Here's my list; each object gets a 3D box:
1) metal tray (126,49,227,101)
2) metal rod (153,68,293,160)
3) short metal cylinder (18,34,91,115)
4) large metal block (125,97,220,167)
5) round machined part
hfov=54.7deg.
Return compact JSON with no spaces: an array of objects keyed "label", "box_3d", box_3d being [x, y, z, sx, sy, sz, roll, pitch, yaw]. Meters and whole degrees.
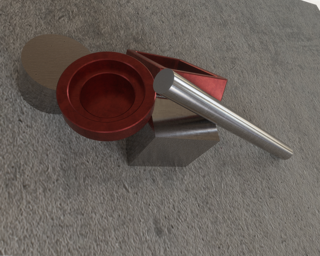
[{"label":"metal tray","box_3d":[0.014,-0.070,0.406,0.091,0.030,0.130,4,20,-26]},{"label":"metal rod","box_3d":[0.101,-0.002,0.387,0.301,0.025,0.025,23,49,-45]},{"label":"short metal cylinder","box_3d":[-0.121,-0.062,0.363,0.081,0.050,0.080,14,56,-21]},{"label":"large metal block","box_3d":[0.011,0.009,0.372,0.081,0.080,0.050,4,60,-26]},{"label":"round machined part","box_3d":[-0.055,-0.030,0.327,0.099,0.042,0.098,3,62,-5]}]
